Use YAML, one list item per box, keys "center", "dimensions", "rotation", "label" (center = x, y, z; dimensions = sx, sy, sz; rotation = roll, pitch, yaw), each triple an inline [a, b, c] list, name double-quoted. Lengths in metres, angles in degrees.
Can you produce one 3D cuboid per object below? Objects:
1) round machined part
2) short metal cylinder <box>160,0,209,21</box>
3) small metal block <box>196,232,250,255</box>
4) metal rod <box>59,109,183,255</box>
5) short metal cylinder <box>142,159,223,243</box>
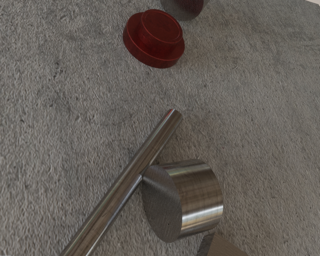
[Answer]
- center: [-0.004, -0.144, 0.478]
  dimensions: [0.099, 0.042, 0.098]
  rotation: [14, 56, -21]
  label: "round machined part"
- center: [0.046, -0.234, 0.536]
  dimensions: [0.080, 0.080, 0.050]
  rotation: [36, 51, -5]
  label: "short metal cylinder"
- center: [0.067, 0.154, 0.346]
  dimensions: [0.050, 0.025, 0.050]
  rotation: [36, 51, -4]
  label: "small metal block"
- center: [-0.049, 0.078, 0.329]
  dimensions: [0.025, 0.025, 0.301]
  rotation: [38, 51, -3]
  label: "metal rod"
- center: [0.022, 0.076, 0.334]
  dimensions: [0.050, 0.080, 0.080]
  rotation: [-6, 65, -31]
  label: "short metal cylinder"
